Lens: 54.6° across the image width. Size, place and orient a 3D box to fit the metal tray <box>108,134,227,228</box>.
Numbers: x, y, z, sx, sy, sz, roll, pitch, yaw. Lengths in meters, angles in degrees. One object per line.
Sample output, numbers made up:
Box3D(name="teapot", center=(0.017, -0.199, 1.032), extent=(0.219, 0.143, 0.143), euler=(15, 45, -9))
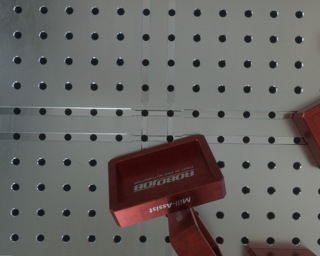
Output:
Box3D(name="metal tray", center=(0.004, 0.061, 0.380), extent=(0.131, 0.090, 0.030), euler=(-16, 125, 0))

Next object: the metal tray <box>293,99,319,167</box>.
Box3D(name="metal tray", center=(0.259, -0.010, 0.412), extent=(0.130, 0.030, 0.090), euler=(-29, 90, 0))

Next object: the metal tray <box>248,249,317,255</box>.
Box3D(name="metal tray", center=(0.164, 0.231, 0.412), extent=(0.090, 0.030, 0.129), euler=(1, 90, 0))

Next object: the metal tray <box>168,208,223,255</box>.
Box3D(name="metal tray", center=(0.046, 0.138, 0.361), extent=(0.030, 0.130, 0.090), euler=(-33, 90, 0))
